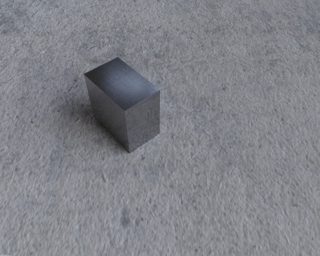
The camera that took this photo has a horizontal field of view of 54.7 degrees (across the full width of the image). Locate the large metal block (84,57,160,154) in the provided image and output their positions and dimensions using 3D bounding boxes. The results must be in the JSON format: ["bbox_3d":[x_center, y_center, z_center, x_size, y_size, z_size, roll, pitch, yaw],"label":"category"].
[{"bbox_3d":[-0.046,-0.028,0.391,0.050,0.080,0.080,-34,58,-25],"label":"large metal block"}]
